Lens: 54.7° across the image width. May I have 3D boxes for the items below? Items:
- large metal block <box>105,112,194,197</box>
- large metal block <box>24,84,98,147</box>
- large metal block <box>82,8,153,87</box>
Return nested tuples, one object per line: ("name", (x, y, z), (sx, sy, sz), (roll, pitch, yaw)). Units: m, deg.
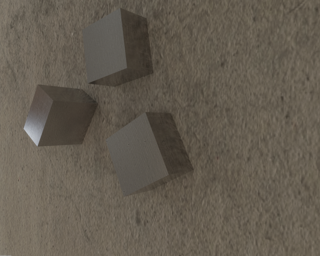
("large metal block", (-0.015, 0.034, 0.400), (0.080, 0.050, 0.080), (-32, 70, 35))
("large metal block", (-0.159, -0.019, 0.497), (0.050, 0.081, 0.079), (40, 114, 32))
("large metal block", (-0.061, -0.109, 0.436), (0.080, 0.050, 0.080), (-12, 83, 39))
